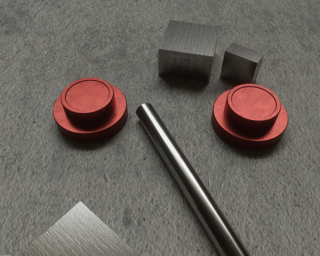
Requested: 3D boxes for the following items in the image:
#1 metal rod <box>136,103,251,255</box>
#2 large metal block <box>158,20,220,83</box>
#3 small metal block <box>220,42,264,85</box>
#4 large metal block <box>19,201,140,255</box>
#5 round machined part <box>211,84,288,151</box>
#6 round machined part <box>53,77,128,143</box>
[{"bbox_3d":[0.045,0.079,0.337,0.025,0.025,0.300,-21,53,-17],"label":"metal rod"},{"bbox_3d":[0.046,-0.123,0.490,0.080,0.050,0.080,11,51,8],"label":"large metal block"},{"bbox_3d":[0.122,-0.093,0.466,0.050,0.050,0.025,28,55,21],"label":"small metal block"},{"bbox_3d":[-0.072,0.129,0.278,0.080,0.050,0.080,34,58,25],"label":"large metal block"},{"bbox_3d":[0.120,-0.021,0.411,0.099,0.042,0.098,0,50,0],"label":"round machined part"},{"bbox_3d":[-0.094,-0.030,0.417,0.099,0.042,0.098,0,50,0],"label":"round machined part"}]
